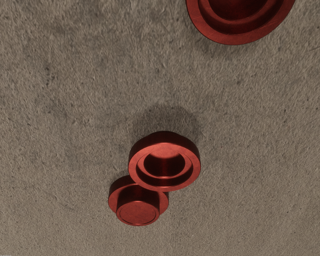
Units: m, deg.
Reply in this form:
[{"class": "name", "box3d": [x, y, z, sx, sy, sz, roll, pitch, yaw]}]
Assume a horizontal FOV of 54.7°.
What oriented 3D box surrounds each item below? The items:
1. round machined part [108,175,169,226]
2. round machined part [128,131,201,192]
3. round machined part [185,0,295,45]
[{"class": "round machined part", "box3d": [-0.035, 0.122, 0.500, 0.099, 0.042, 0.097, -1, 130, 0]}, {"class": "round machined part", "box3d": [0.006, 0.042, 0.432, 0.099, 0.042, 0.097, -1, 130, 0]}, {"class": "round machined part", "box3d": [0.071, -0.131, 0.286, 0.099, 0.042, 0.097, -1, 130, 0]}]
